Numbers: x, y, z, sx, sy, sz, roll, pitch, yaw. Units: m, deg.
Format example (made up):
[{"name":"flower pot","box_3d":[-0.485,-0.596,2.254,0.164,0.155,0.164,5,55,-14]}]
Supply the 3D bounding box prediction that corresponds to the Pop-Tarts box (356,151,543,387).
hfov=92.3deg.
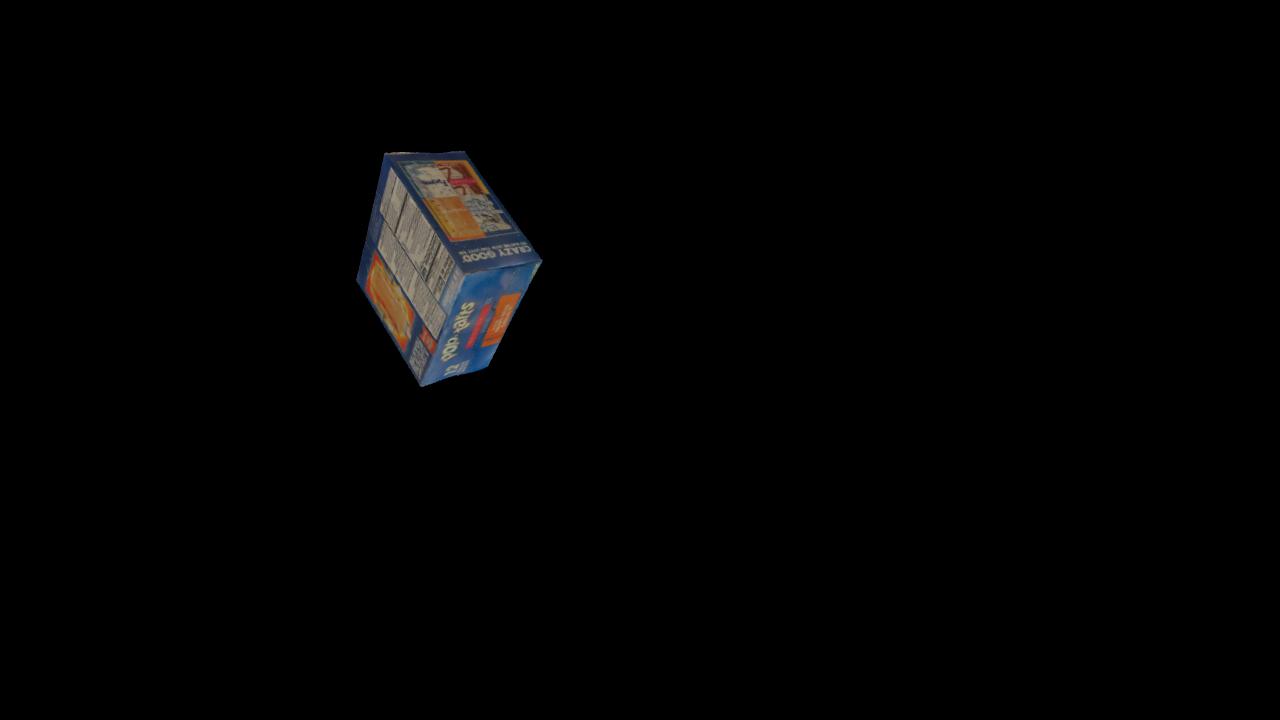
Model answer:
[{"name":"Pop-Tarts box","box_3d":[-0.186,-0.083,0.578,0.083,0.141,0.167,-21,-21,-42]}]
